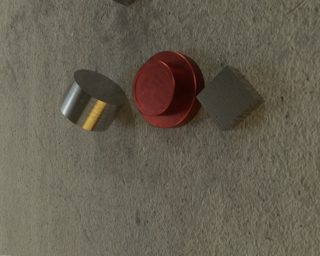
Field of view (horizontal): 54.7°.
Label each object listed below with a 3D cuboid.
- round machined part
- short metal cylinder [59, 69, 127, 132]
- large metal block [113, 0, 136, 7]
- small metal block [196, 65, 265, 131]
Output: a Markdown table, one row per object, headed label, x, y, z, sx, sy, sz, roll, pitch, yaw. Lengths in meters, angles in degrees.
| label | x | y | z | sx | sy | sz | roll | pitch | yaw |
| --- | --- | --- | --- | --- | --- | --- | --- | --- | --- |
| round machined part | 0.003 | -0.048 | 0.390 | 0.098 | 0.042 | 0.097 | 0 | 90 | 39 |
| short metal cylinder | -0.096 | -0.040 | 0.446 | 0.080 | 0.081 | 0.050 | 50 | 119 | 28 |
| large metal block | -0.065 | -0.225 | 0.421 | 0.050 | 0.081 | 0.080 | -23 | 76 | 37 |
| small metal block | 0.076 | -0.032 | 0.341 | 0.050 | 0.025 | 0.050 | -47 | 63 | 29 |
